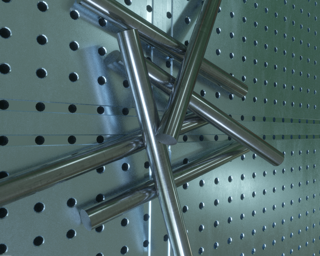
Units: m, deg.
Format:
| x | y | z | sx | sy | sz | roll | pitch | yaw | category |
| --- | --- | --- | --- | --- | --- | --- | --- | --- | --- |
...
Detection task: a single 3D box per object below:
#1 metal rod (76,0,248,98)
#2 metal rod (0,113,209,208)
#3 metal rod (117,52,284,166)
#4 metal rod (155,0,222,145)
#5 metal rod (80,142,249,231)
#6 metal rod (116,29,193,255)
| x | y | z | sx | sy | sz | roll | pitch | yaw | category |
| --- | --- | --- | --- | --- | --- | --- | --- | --- | --- |
| 0.027 | -0.105 | 0.429 | 0.302 | 0.025 | 0.025 | 21 | 77 | -38 | metal rod |
| -0.038 | 0.021 | 0.375 | 0.302 | 0.025 | 0.025 | -20 | 103 | -38 | metal rod |
| 0.072 | -0.019 | 0.435 | 0.301 | 0.025 | 0.025 | 31 | 71 | -25 | metal rod |
| 0.051 | -0.111 | 0.415 | 0.025 | 0.025 | 0.300 | 40 | 55 | -33 | metal rod |
| 0.031 | 0.066 | 0.434 | 0.302 | 0.025 | 0.025 | -17 | 101 | -38 | metal rod |
| -0.002 | 0.036 | 0.372 | 0.025 | 0.025 | 0.298 | -23 | 104 | -38 | metal rod |
